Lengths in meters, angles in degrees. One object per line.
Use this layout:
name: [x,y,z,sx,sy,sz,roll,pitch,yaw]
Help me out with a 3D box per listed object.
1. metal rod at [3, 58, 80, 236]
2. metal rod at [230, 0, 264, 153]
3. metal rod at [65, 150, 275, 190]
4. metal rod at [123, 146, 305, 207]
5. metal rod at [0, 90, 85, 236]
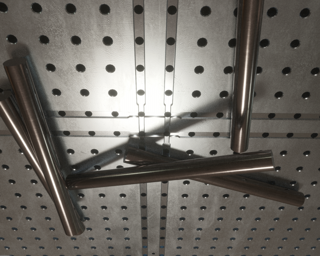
metal rod: [-0.154,0.048,0.431,0.025,0.025,0.298,-3,125,2]
metal rod: [0.095,-0.087,0.339,0.025,0.025,0.298,-5,130,4]
metal rod: [-0.003,0.061,0.423,0.301,0.025,0.025,-10,131,23]
metal rod: [0.092,0.078,0.479,0.302,0.025,0.025,16,128,-14]
metal rod: [-0.171,0.073,0.471,0.025,0.025,0.298,-7,130,5]
